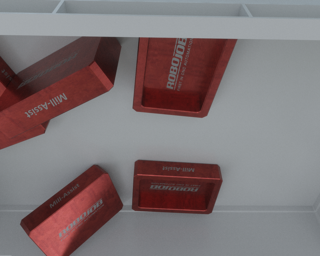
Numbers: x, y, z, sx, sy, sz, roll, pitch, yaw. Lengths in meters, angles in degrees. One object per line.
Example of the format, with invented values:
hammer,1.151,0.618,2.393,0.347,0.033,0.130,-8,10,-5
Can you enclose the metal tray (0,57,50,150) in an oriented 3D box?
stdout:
metal tray,-0.209,-0.035,0.373,0.090,0.030,0.130,-19,128,15

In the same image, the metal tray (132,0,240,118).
metal tray,0.020,-0.066,0.332,0.091,0.030,0.129,5,143,-5

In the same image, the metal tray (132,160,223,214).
metal tray,0.023,0.095,0.486,0.131,0.030,0.089,4,130,-4

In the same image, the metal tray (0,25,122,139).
metal tray,-0.106,-0.049,0.322,0.130,0.090,0.030,-23,127,17

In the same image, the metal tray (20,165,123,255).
metal tray,-0.123,0.127,0.459,0.131,0.030,0.090,-39,135,-26
